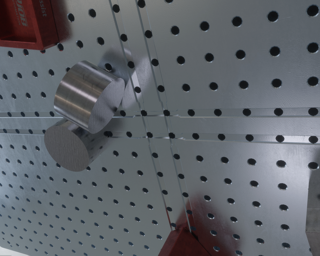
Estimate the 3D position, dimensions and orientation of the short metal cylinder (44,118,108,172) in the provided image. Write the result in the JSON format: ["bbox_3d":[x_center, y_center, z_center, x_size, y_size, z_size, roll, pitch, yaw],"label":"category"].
[{"bbox_3d":[-0.128,0.020,0.475,0.080,0.050,0.079,13,124,21],"label":"short metal cylinder"}]

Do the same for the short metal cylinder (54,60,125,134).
[{"bbox_3d":[-0.089,-0.039,0.398,0.050,0.080,0.079,29,128,10],"label":"short metal cylinder"}]

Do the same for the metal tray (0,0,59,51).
[{"bbox_3d":[-0.189,-0.171,0.401,0.090,0.030,0.129,10,123,22],"label":"metal tray"}]

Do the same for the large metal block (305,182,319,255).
[{"bbox_3d":[0.199,0.116,0.342,0.050,0.080,0.080,-11,113,33],"label":"large metal block"}]

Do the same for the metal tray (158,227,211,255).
[{"bbox_3d":[0.052,0.235,0.486,0.030,0.090,0.130,-35,99,38],"label":"metal tray"}]
